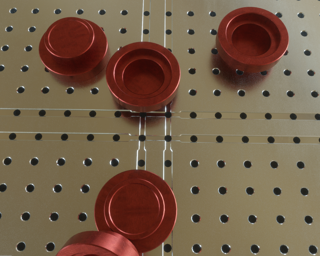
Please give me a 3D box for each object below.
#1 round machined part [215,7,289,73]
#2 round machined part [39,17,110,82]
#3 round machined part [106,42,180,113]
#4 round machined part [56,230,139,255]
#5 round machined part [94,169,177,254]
[{"bbox_3d":[0.130,-0.122,0.449,0.099,0.042,0.098,0,70,-1],"label":"round machined part"},{"bbox_3d":[-0.125,-0.119,0.445,0.099,0.042,0.098,0,70,-1],"label":"round machined part"},{"bbox_3d":[-0.022,-0.066,0.427,0.099,0.042,0.098,0,70,-1],"label":"round machined part"},{"bbox_3d":[-0.060,0.150,0.330,0.098,0.042,0.097,5,110,14],"label":"round machined part"},{"bbox_3d":[-0.029,0.097,0.367,0.099,0.042,0.098,0,70,-1],"label":"round machined part"}]
